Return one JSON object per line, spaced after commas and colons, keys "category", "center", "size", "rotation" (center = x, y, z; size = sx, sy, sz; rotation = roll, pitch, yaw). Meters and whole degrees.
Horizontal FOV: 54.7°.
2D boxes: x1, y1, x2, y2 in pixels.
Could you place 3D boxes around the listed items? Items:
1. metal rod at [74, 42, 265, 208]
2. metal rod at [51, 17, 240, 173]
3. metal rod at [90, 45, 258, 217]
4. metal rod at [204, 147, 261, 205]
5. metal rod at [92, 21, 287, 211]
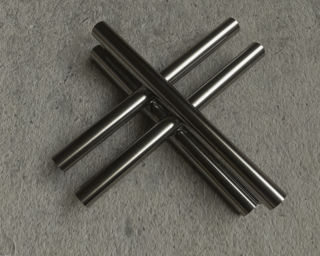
{"category": "metal rod", "center": [0.022, -0.013, 0.388], "size": [0.301, 0.025, 0.025], "rotation": [-40, 75, -14]}
{"category": "metal rod", "center": [-0.009, -0.051, 0.401], "size": [0.301, 0.025, 0.025], "rotation": [-40, 75, -14]}
{"category": "metal rod", "center": [0.009, -0.006, 0.411], "size": [0.025, 0.025, 0.300], "rotation": [-40, 75, -13]}
{"category": "metal rod", "center": [0.030, -0.019, 0.417], "size": [0.025, 0.025, 0.300], "rotation": [-40, 75, -13]}
{"category": "metal rod", "center": [0.023, -0.025, 0.365], "size": [0.025, 0.025, 0.300], "rotation": [-41, 75, -14]}
